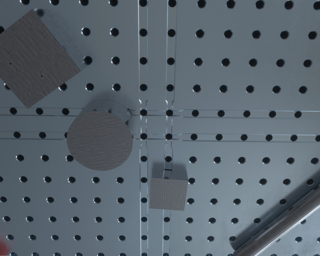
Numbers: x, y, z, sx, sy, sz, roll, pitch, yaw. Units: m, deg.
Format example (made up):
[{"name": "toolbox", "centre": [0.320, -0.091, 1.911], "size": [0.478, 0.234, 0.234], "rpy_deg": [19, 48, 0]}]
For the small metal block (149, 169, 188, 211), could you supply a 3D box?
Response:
[{"name": "small metal block", "centre": [0.012, 0.089, 0.446], "size": [0.050, 0.025, 0.050], "rpy_deg": [5, 110, -2]}]

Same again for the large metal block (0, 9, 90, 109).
[{"name": "large metal block", "centre": [-0.145, -0.083, 0.368], "size": [0.080, 0.050, 0.080], "rpy_deg": [-33, 107, 11]}]

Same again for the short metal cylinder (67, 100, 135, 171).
[{"name": "short metal cylinder", "centre": [-0.074, 0.008, 0.402], "size": [0.081, 0.050, 0.079], "rpy_deg": [0, 111, -1]}]

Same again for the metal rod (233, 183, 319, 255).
[{"name": "metal rod", "centre": [0.227, 0.104, 0.453], "size": [0.025, 0.025, 0.299], "rpy_deg": [41, 105, -14]}]
